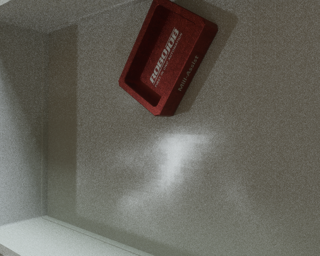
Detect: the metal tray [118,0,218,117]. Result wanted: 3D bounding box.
[{"bbox_3d":[0.005,-0.091,0.400,0.090,0.030,0.129,41,115,32],"label":"metal tray"}]
